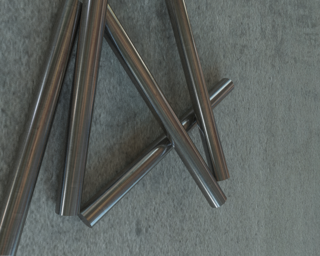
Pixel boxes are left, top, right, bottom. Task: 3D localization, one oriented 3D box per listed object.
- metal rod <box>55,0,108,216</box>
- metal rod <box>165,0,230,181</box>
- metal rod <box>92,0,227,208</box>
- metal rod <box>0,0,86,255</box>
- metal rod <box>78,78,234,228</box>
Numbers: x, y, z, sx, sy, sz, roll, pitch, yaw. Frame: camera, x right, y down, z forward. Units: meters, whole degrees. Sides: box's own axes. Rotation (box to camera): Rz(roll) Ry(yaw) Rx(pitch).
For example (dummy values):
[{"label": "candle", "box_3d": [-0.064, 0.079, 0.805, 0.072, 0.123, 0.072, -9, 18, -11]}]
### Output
[{"label": "metal rod", "box_3d": [-0.077, -0.059, 0.322, 0.025, 0.025, 0.298, 7, 92, -40]}, {"label": "metal rod", "box_3d": [0.046, -0.074, 0.421, 0.025, 0.025, 0.298, -17, 94, -39]}, {"label": "metal rod", "box_3d": [0.002, -0.022, 0.382, 0.025, 0.025, 0.299, -42, 108, -32]}, {"label": "metal rod", "box_3d": [-0.123, 0.013, 0.302, 0.025, 0.025, 0.299, 21, 77, -39]}, {"label": "metal rod", "box_3d": [0.013, 0.015, 0.417, 0.302, 0.025, 0.025, -42, 116, -32]}]
